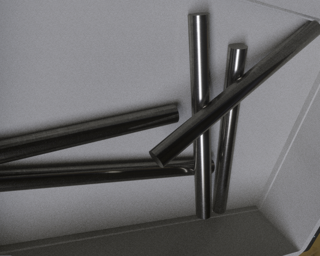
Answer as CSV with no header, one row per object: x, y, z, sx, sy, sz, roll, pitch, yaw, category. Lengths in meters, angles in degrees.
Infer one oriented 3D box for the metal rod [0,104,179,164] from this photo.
-0.117,0.013,0.353,0.303,0.025,0.025,-13,124,-22,metal rod

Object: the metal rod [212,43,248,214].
0.104,0.020,0.480,0.025,0.025,0.298,-15,125,-20,metal rod

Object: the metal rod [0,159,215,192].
-0.053,0.060,0.417,0.303,0.025,0.025,0,118,-29,metal rod

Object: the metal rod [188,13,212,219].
0.057,0.002,0.421,0.025,0.025,0.298,-16,118,-20,metal rod

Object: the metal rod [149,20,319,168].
0.108,-0.053,0.400,0.301,0.025,0.025,-38,131,-17,metal rod
